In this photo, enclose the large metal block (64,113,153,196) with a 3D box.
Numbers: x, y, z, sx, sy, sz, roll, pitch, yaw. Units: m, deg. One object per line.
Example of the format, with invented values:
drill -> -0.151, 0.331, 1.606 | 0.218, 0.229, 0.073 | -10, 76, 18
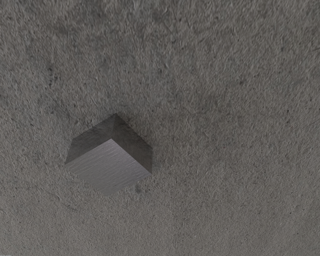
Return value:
large metal block -> -0.067, 0.039, 0.423 | 0.080, 0.050, 0.080 | -29, 125, 22
